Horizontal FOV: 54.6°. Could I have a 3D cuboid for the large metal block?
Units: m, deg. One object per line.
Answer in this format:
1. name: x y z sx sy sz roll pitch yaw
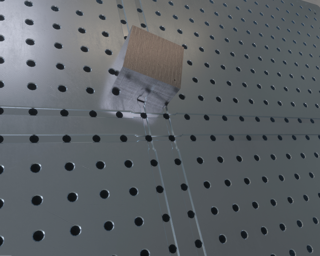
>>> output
1. large metal block: -0.016 -0.085 0.435 0.080 0.050 0.080 19 54 -17
